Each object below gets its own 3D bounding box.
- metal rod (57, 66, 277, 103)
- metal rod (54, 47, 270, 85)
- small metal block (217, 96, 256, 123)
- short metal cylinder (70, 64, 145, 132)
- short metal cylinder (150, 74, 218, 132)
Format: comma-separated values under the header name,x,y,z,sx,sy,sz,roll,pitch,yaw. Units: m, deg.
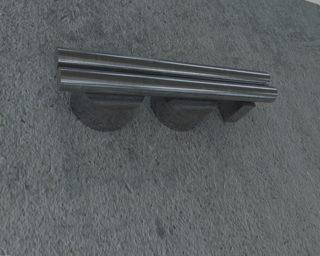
name,x,y,z,sx,sy,sz,roll,pitch,yaw
metal rod,0.030,-0.050,0.387,0.303,0.025,0.025,0,62,-28
metal rod,0.024,-0.073,0.397,0.303,0.025,0.025,0,62,-28
small metal block,0.113,-0.042,0.477,0.025,0.050,0.050,-1,62,-29
short metal cylinder,-0.064,-0.042,0.379,0.081,0.050,0.080,14,56,-21
short metal cylinder,0.033,-0.041,0.432,0.081,0.050,0.080,14,56,-21
